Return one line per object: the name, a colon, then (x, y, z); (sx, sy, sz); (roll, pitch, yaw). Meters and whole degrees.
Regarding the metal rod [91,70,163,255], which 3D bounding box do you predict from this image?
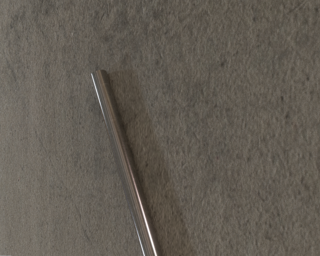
metal rod: (-0.049, 0.053, 0.442); (0.025, 0.025, 0.299); (-29, 72, 36)
